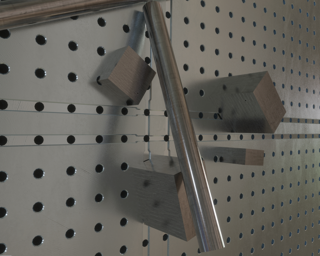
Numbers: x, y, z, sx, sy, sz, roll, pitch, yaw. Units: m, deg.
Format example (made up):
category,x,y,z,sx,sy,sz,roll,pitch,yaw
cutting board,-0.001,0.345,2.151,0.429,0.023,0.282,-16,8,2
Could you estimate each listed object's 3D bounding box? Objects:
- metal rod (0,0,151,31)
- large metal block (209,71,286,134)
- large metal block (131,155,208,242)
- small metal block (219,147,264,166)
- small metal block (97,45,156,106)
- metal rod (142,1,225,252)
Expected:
category,x,y,z,sx,sy,sz,roll,pitch,yaw
metal rod,-0.062,-0.150,0.356,0.302,0.025,0.025,-29,108,-36
large metal block,0.138,-0.038,0.489,0.050,0.080,0.080,-51,120,-28
large metal block,0.016,0.082,0.386,0.050,0.080,0.080,-19,103,-38
small metal block,0.133,0.046,0.504,0.050,0.050,0.025,8,85,-40
small metal block,-0.039,-0.062,0.376,0.050,0.025,0.050,41,65,-33
metal rod,0.021,-0.018,0.355,0.025,0.025,0.299,4,66,-40
